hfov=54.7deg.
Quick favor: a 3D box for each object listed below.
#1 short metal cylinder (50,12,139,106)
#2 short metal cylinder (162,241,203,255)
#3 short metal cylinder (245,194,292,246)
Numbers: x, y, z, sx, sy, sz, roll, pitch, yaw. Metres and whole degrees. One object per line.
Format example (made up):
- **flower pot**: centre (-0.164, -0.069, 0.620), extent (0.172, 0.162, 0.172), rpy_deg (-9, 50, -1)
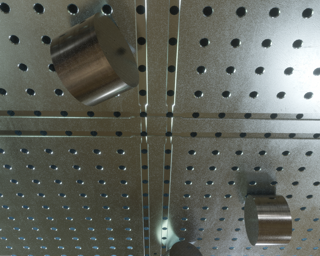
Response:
- **short metal cylinder**: centre (-0.064, -0.068, 0.316), extent (0.050, 0.080, 0.080), rpy_deg (-22, 127, 18)
- **short metal cylinder**: centre (0.042, 0.272, 0.607), extent (0.080, 0.080, 0.050), rpy_deg (21, 127, -17)
- **short metal cylinder**: centre (0.173, 0.149, 0.504), extent (0.050, 0.080, 0.079), rpy_deg (0, 130, 0)
